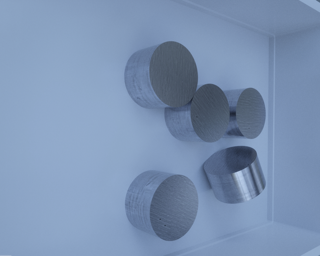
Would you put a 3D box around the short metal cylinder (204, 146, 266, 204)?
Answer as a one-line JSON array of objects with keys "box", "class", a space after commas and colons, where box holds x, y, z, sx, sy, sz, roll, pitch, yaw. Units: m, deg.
[{"box": [0.113, 0.069, 0.468, 0.081, 0.080, 0.050, -36, 112, -35], "class": "short metal cylinder"}]

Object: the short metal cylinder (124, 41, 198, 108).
[{"box": [0.002, -0.065, 0.394, 0.081, 0.050, 0.079, 0, 90, -40], "class": "short metal cylinder"}]

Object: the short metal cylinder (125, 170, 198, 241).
[{"box": [0.003, 0.096, 0.395, 0.081, 0.050, 0.079, 0, 90, -40], "class": "short metal cylinder"}]

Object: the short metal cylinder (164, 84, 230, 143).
[{"box": [0.053, -0.020, 0.437, 0.081, 0.050, 0.079, 0, 90, -40], "class": "short metal cylinder"}]

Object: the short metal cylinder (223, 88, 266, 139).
[{"box": [0.126, -0.023, 0.499, 0.081, 0.050, 0.079, 0, 90, -40], "class": "short metal cylinder"}]
